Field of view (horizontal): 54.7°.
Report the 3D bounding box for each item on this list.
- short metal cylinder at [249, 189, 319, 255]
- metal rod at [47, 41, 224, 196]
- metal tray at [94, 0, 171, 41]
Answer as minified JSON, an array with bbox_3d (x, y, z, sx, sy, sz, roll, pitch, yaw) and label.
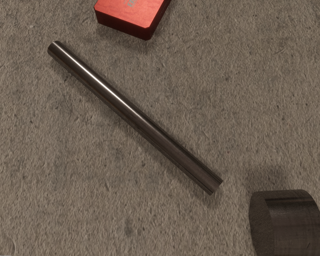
[{"bbox_3d":[0.136,0.109,0.341,0.050,0.080,0.080,-3,70,-1],"label":"short metal cylinder"},{"bbox_3d":[-0.041,-0.021,0.415,0.300,0.025,0.025,40,75,13],"label":"metal rod"},{"bbox_3d":[-0.032,-0.207,0.481,0.090,0.030,0.130,22,71,7],"label":"metal tray"}]
